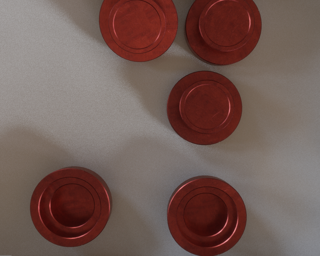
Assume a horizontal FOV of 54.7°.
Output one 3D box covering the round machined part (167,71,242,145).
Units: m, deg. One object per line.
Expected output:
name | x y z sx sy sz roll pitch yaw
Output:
round machined part | 0.058 -0.026 0.403 0.099 0.042 0.097 0 90 0

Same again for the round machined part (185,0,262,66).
round machined part | 0.082 -0.130 0.398 0.099 0.042 0.097 0 97 0

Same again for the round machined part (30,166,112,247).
round machined part | -0.111 0.098 0.402 0.099 0.042 0.097 0 90 0

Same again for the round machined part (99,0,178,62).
round machined part | -0.027 -0.130 0.384 0.099 0.042 0.097 0 115 0

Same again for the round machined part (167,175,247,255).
round machined part | 0.058 0.110 0.403 0.099 0.042 0.097 0 90 0
